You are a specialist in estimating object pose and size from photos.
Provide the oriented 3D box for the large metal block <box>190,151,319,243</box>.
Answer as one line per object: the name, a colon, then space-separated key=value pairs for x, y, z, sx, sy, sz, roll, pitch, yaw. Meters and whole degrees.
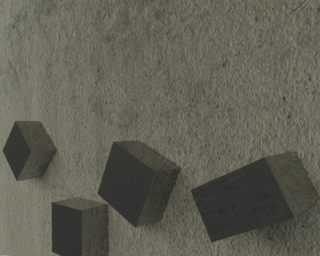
large metal block: x=0.091 y=0.063 z=0.294 sx=0.080 sy=0.081 sz=0.050 roll=-33 pitch=70 yaw=35

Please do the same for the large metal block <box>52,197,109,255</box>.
large metal block: x=-0.128 y=0.160 z=0.495 sx=0.080 sy=0.050 sz=0.080 roll=0 pitch=90 yaw=40

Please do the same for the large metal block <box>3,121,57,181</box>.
large metal block: x=-0.253 y=0.043 z=0.598 sx=0.080 sy=0.050 sz=0.080 roll=50 pitch=119 yaw=28

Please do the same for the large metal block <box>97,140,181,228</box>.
large metal block: x=-0.030 y=0.071 z=0.413 sx=0.080 sy=0.050 sz=0.079 roll=30 pitch=109 yaw=36
